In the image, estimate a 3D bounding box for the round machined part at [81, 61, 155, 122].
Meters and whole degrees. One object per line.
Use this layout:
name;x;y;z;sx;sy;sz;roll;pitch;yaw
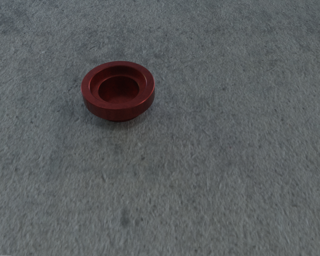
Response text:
round machined part;-0.056;-0.046;0.430;0.099;0.042;0.098;0;50;0
